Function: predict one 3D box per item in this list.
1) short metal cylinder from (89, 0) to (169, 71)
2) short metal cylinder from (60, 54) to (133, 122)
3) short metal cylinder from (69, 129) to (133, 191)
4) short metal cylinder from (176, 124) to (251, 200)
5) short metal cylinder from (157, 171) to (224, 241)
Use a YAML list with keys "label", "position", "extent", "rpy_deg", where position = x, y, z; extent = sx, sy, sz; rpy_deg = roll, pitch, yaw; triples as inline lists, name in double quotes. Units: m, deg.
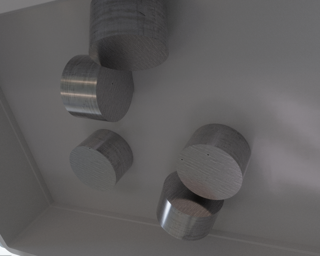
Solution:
- label: "short metal cylinder"
  position: [-0.032, -0.098, 0.320]
  extent: [0.080, 0.080, 0.050]
  rpy_deg: [-11, 74, 33]
- label: "short metal cylinder"
  position: [-0.075, -0.049, 0.382]
  extent: [0.050, 0.080, 0.079]
  rpy_deg: [8, 122, 24]
- label: "short metal cylinder"
  position: [-0.088, 0.048, 0.469]
  extent: [0.080, 0.050, 0.079]
  rpy_deg: [13, 124, 21]
- label: "short metal cylinder"
  position: [0.067, 0.041, 0.383]
  extent: [0.080, 0.050, 0.079]
  rpy_deg: [13, 124, 21]
- label: "short metal cylinder"
  position: [0.039, 0.102, 0.415]
  extent: [0.080, 0.080, 0.050]
  rpy_deg: [23, 127, 14]
